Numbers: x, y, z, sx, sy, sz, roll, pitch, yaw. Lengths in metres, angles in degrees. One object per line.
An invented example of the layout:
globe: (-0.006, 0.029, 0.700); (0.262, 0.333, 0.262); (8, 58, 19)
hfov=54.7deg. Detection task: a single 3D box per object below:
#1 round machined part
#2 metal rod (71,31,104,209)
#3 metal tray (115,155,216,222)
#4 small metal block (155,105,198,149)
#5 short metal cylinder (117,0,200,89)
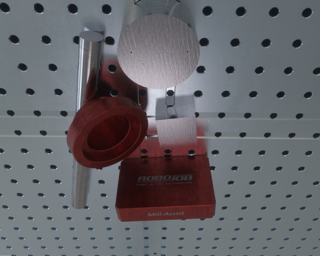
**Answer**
round machined part: (-0.067, 0.000, 0.381); (0.099, 0.042, 0.097); (-25, 143, -21)
metal rod: (-0.104, 0.014, 0.422); (0.025, 0.025, 0.298); (9, 130, -8)
metal tray: (0.008, 0.084, 0.440); (0.131, 0.090, 0.030); (-3, 130, 2)
small metal block: (0.022, -0.001, 0.411); (0.050, 0.025, 0.050); (-6, 130, 4)
short metal cylinder: (-0.001, -0.088, 0.321); (0.081, 0.050, 0.079); (0, 130, 0)
